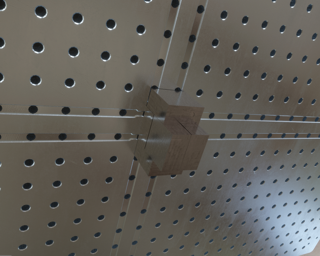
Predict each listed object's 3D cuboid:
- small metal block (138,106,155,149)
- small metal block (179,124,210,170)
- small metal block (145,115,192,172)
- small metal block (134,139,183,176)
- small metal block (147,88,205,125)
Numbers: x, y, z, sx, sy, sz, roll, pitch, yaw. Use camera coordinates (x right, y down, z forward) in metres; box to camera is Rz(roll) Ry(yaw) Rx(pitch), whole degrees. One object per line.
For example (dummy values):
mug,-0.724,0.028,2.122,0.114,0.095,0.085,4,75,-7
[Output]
small metal block,0.003,0.000,0.412,0.050,0.025,0.050,2,117,-28
small metal block,0.031,0.018,0.390,0.025,0.050,0.050,2,117,-28
small metal block,0.008,0.018,0.377,0.025,0.050,0.050,2,118,-29
small metal block,0.000,0.039,0.418,0.050,0.050,0.025,1,118,-29
small metal block,0.019,-0.026,0.387,0.050,0.050,0.025,2,118,-29
